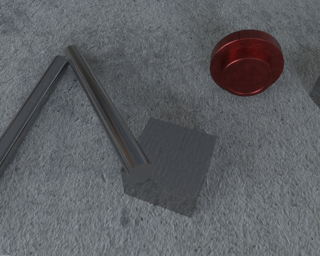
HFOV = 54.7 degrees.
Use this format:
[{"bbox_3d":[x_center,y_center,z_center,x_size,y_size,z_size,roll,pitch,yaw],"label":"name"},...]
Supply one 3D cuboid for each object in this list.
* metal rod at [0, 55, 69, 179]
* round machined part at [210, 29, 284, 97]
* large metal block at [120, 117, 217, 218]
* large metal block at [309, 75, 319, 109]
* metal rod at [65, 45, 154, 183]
[{"bbox_3d":[-0.185,0.008,0.393,0.025,0.025,0.300,9,50,7],"label":"metal rod"},{"bbox_3d":[0.118,-0.081,0.426,0.099,0.097,0.042,6,51,4],"label":"round machined part"},{"bbox_3d":[0.012,0.043,0.351,0.080,0.050,0.080,17,52,13],"label":"large metal block"},{"bbox_3d":[0.272,-0.042,0.426,0.081,0.050,0.080,-10,51,-9],"label":"large metal block"},{"bbox_3d":[-0.080,-0.041,0.399,0.025,0.025,0.300,-20,42,-16],"label":"metal rod"}]
